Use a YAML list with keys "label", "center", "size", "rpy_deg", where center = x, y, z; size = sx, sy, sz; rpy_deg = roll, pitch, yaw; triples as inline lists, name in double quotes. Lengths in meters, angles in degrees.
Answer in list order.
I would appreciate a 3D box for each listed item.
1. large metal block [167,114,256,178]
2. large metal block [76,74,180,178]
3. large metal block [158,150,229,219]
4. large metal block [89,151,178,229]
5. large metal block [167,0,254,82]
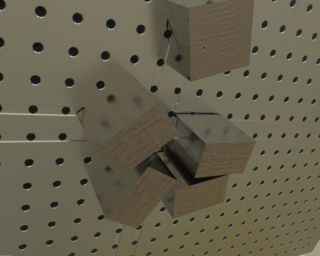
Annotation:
- label: "large metal block"
  center: [0.067, 0.021, 0.424]
  size: [0.081, 0.080, 0.050]
  rpy_deg: [-1, 119, -28]
- label: "large metal block"
  center: [-0.038, -0.005, 0.351]
  size: [0.080, 0.080, 0.050]
  rpy_deg: [-37, 129, -4]
- label: "large metal block"
  center: [0.038, 0.071, 0.440]
  size: [0.081, 0.080, 0.050]
  rpy_deg: [-11, 123, -22]
- label: "large metal block"
  center: [-0.037, 0.065, 0.395]
  size: [0.050, 0.080, 0.080]
  rpy_deg: [32, 101, -38]
- label: "large metal block"
  center: [0.057, -0.109, 0.358]
  size: [0.081, 0.050, 0.080]
  rpy_deg: [-18, 126, -18]
